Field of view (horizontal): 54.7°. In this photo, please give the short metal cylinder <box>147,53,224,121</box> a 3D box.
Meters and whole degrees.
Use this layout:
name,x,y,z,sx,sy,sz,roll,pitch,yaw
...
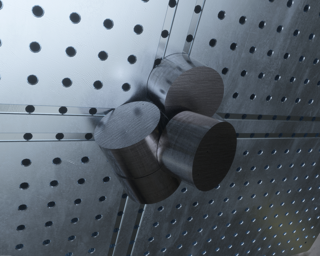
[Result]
name,x,y,z,sx,sy,sz,roll,pitch,yaw
short metal cylinder,0.031,-0.046,0.384,0.081,0.050,0.079,-14,125,-21

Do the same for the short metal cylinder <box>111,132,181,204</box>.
name,x,y,z,sx,sy,sz,roll,pitch,yaw
short metal cylinder,-0.016,0.050,0.399,0.080,0.080,0.050,-30,129,-10

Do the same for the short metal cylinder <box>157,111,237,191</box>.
name,x,y,z,sx,sy,sz,roll,pitch,yaw
short metal cylinder,0.043,0.025,0.352,0.081,0.050,0.079,-20,120,-41

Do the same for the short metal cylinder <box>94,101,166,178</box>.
name,x,y,z,sx,sy,sz,roll,pitch,yaw
short metal cylinder,-0.030,0.013,0.368,0.080,0.080,0.050,-30,129,-10

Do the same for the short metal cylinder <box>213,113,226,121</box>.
name,x,y,z,sx,sy,sz,roll,pitch,yaw
short metal cylinder,0.055,0.012,0.434,0.081,0.050,0.079,-14,125,-21
